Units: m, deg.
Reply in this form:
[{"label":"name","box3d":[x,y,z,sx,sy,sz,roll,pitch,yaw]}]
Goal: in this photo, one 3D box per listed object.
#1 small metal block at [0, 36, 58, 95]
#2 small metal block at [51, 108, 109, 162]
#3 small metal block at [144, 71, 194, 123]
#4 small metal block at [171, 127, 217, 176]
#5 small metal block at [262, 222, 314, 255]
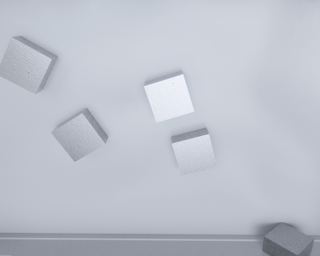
[{"label":"small metal block","box3d":[-0.162,-0.077,0.381,0.050,0.025,0.050,29,107,-10]},{"label":"small metal block","box3d":[-0.106,0.009,0.414,0.050,0.025,0.050,-30,108,10]},{"label":"small metal block","box3d":[0.012,-0.040,0.396,0.050,0.025,0.050,-17,109,6]},{"label":"small metal block","box3d":[0.046,0.032,0.423,0.050,0.025,0.050,-15,110,5]},{"label":"small metal block","box3d":[0.186,0.170,0.451,0.050,0.050,0.025,-17,116,-39]}]
